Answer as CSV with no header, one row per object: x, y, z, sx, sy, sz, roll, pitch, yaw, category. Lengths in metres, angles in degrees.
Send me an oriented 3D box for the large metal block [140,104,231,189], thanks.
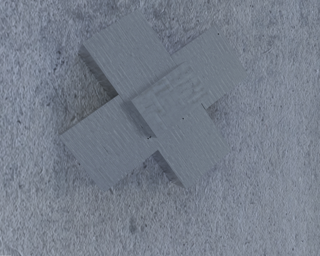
0.032,0.020,0.409,0.080,0.050,0.080,-38,103,-16,large metal block

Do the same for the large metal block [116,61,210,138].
0.000,-0.033,0.382,0.080,0.080,0.050,-38,103,-16,large metal block

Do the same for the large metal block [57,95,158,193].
-0.064,0.017,0.373,0.080,0.050,0.080,-38,103,-16,large metal block

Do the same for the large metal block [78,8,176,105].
-0.041,-0.085,0.382,0.080,0.050,0.080,-38,103,-16,large metal block

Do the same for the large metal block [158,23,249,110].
0.057,-0.079,0.418,0.080,0.050,0.080,-38,103,-16,large metal block
